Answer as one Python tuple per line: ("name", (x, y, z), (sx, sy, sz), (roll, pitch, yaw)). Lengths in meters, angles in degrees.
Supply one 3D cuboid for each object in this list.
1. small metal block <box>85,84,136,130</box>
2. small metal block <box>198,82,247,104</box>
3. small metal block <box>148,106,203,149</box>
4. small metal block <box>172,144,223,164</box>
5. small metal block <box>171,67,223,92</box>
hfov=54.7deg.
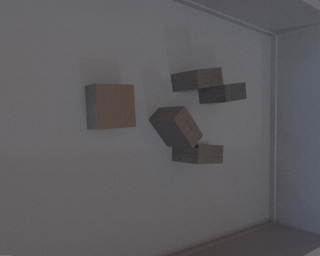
("small metal block", (-0.057, -0.025, 0.359), (0.050, 0.025, 0.050), (-5, 93, -40))
("small metal block", (0.094, -0.053, 0.469), (0.050, 0.050, 0.025), (-12, 98, -39))
("small metal block", (0.021, -0.001, 0.407), (0.025, 0.050, 0.050), (-50, 120, -28))
("small metal block", (0.053, 0.035, 0.434), (0.050, 0.050, 0.025), (4, 88, -40))
("small metal block", (0.052, -0.068, 0.433), (0.050, 0.050, 0.025), (-14, 99, -39))
